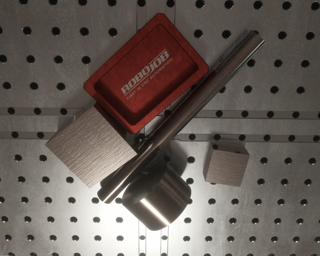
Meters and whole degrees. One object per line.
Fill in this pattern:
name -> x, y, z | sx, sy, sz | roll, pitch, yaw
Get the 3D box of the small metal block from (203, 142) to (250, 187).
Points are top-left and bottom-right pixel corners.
small metal block -> 0.092, 0.051, 0.434 | 0.050, 0.025, 0.050 | 9, 110, -4

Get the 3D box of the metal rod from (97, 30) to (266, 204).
metal rod -> 0.019, -0.005, 0.411 | 0.025, 0.025, 0.299 | 40, 105, -14

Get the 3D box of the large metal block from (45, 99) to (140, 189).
large metal block -> -0.085, 0.018, 0.406 | 0.080, 0.050, 0.080 | -37, 107, 12

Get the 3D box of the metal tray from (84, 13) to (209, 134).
metal tray -> -0.017, -0.066, 0.386 | 0.130, 0.030, 0.090 | -40, 106, 13

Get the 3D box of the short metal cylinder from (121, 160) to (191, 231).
short metal cylinder -> -0.005, 0.089, 0.417 | 0.080, 0.080, 0.050 | -39, 106, 13
